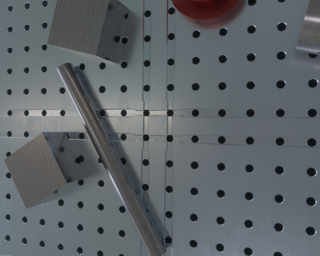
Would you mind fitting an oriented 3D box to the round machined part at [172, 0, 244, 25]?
[{"bbox_3d":[0.057,-0.183,0.383,0.098,0.042,0.097,0,90,20],"label":"round machined part"}]

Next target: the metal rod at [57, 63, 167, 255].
[{"bbox_3d":[-0.072,0.040,0.437,0.025,0.025,0.299,-31,80,17],"label":"metal rod"}]

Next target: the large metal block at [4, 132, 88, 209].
[{"bbox_3d":[-0.168,0.060,0.459,0.080,0.050,0.080,-32,80,17],"label":"large metal block"}]

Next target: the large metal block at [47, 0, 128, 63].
[{"bbox_3d":[-0.101,-0.144,0.435,0.080,0.050,0.080,17,96,19],"label":"large metal block"}]

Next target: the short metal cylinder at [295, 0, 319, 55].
[{"bbox_3d":[0.178,-0.116,0.320,0.050,0.080,0.080,17,96,19],"label":"short metal cylinder"}]
